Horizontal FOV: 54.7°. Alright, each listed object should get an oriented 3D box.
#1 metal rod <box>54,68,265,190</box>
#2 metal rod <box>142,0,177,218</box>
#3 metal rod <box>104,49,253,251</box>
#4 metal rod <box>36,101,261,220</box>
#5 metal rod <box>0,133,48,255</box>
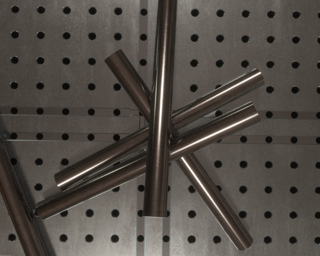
[{"bbox_3d":[0.000,0.002,0.413,0.301,0.025,0.025,-28,90,-1],"label":"metal rod"},{"bbox_3d":[0.003,-0.049,0.368,0.025,0.025,0.299,4,72,-1],"label":"metal rod"},{"bbox_3d":[0.029,0.034,0.393,0.025,0.025,0.299,-35,99,0],"label":"metal rod"},{"bbox_3d":[-0.025,0.046,0.376,0.300,0.025,0.025,-26,91,14],"label":"metal rod"},{"bbox_3d":[-0.184,0.117,0.411,0.025,0.025,0.299,-21,90,0],"label":"metal rod"}]
